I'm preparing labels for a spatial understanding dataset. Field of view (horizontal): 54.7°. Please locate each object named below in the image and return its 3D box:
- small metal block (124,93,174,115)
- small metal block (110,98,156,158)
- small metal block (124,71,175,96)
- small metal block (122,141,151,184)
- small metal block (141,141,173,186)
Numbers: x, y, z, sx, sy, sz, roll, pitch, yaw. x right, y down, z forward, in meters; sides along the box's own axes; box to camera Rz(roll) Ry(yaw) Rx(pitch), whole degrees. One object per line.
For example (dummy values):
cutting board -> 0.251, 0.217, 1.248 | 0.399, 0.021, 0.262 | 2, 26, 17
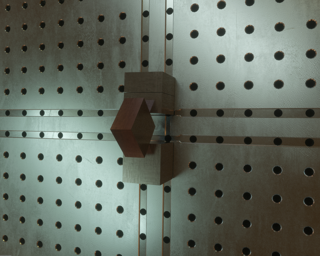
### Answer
small metal block -> -0.013, -0.031, 0.402 | 0.050, 0.050, 0.025 | 2, 91, 19
small metal block -> -0.030, 0.000, 0.365 | 0.025, 0.050, 0.050 | 1, 48, 20
small metal block -> -0.012, -0.056, 0.402 | 0.050, 0.050, 0.025 | 2, 91, 19
small metal block -> -0.026, 0.043, 0.407 | 0.025, 0.050, 0.050 | 2, 91, 20
small metal block -> -0.003, 0.044, 0.398 | 0.025, 0.050, 0.050 | 2, 91, 20
